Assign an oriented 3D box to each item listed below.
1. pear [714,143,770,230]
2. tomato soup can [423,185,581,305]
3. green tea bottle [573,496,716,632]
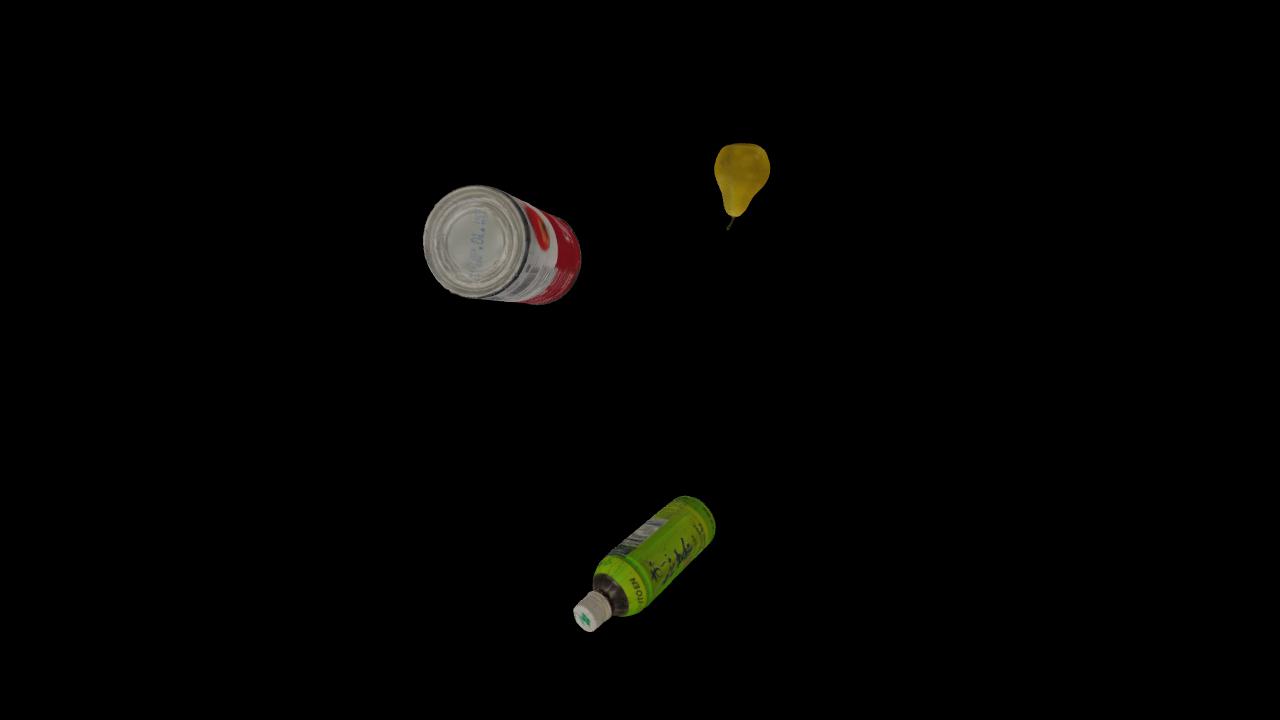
[{"bbox_3d":[0.136,-0.234,0.835,0.080,0.111,0.080,1,25,0],"label":"pear"},{"bbox_3d":[-0.085,-0.070,0.399,0.068,0.068,0.101,0,4,13],"label":"tomato soup can"},{"bbox_3d":[0.005,0.227,0.689,0.073,0.073,0.212,0,16,40],"label":"green tea bottle"}]
